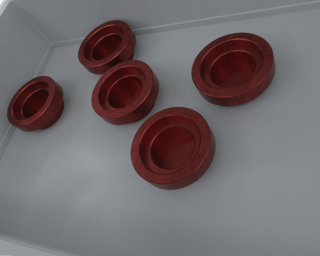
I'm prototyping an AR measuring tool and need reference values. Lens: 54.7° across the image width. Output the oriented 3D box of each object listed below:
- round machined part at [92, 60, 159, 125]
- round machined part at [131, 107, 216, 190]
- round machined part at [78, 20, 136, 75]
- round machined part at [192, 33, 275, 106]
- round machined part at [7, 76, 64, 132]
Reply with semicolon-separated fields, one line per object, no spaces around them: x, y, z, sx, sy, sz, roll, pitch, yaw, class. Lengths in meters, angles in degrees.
-0.045;-0.046;0.445;0.098;0.042;0.098;-13;56;20;round machined part
0.018;0.027;0.368;0.098;0.042;0.098;-13;56;20;round machined part
-0.083;-0.128;0.515;0.098;0.042;0.098;-13;56;20;round machined part
0.093;-0.068;0.387;0.098;0.042;0.098;-13;56;20;round machined part
-0.202;-0.036;0.520;0.098;0.042;0.098;-13;56;20;round machined part
